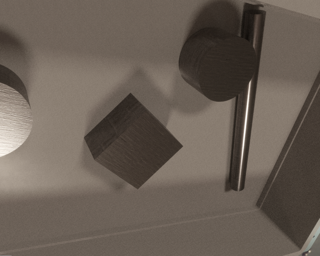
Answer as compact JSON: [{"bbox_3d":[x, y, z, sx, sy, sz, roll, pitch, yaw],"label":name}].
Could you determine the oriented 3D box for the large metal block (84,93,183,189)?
[{"bbox_3d":[-0.032,0.017,0.387,0.080,0.050,0.080,-44,130,2],"label":"large metal block"}]

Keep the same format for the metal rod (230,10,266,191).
[{"bbox_3d":[0.128,-0.021,0.468,0.025,0.025,0.298,-17,126,-19],"label":"metal rod"}]

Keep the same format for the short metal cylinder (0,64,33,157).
[{"bbox_3d":[-0.166,-0.017,0.291,0.081,0.050,0.079,-14,125,-21],"label":"short metal cylinder"}]

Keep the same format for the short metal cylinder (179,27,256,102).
[{"bbox_3d":[0.070,-0.079,0.384,0.081,0.050,0.079,-14,124,-21],"label":"short metal cylinder"}]
